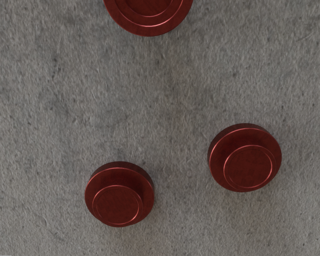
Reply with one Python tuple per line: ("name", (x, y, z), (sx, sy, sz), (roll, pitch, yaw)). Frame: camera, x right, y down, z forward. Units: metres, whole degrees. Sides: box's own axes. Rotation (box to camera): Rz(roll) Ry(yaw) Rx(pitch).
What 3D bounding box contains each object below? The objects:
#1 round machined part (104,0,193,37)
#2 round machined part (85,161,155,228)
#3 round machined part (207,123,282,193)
("round machined part", (-0.012, -0.154, 0.344), (0.099, 0.042, 0.097), (0, 110, -1))
("round machined part", (-0.057, 0.100, 0.437), (0.099, 0.042, 0.097), (0, 110, -1))
("round machined part", (0.116, 0.046, 0.419), (0.099, 0.042, 0.097), (0, 110, -1))
